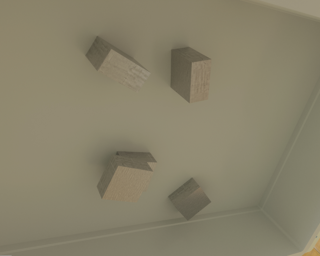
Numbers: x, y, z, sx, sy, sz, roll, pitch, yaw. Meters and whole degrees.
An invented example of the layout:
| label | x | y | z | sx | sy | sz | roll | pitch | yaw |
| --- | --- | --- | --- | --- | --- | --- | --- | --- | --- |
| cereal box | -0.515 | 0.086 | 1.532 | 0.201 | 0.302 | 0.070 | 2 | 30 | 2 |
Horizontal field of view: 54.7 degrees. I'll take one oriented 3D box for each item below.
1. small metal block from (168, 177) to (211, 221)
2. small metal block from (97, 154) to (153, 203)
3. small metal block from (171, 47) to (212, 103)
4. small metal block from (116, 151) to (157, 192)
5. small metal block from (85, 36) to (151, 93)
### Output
| label | x | y | z | sx | sy | sz | roll | pitch | yaw |
| --- | --- | --- | --- | --- | --- | --- | --- | --- | --- |
| small metal block | 0.049 | 0.117 | 0.508 | 0.050 | 0.025 | 0.050 | -38 | 129 | -3 |
| small metal block | -0.045 | 0.065 | 0.392 | 0.050 | 0.025 | 0.050 | 15 | 110 | -34 |
| small metal block | 0.036 | -0.064 | 0.372 | 0.025 | 0.050 | 0.050 | -14 | 124 | -21 |
| small metal block | -0.038 | 0.060 | 0.425 | 0.050 | 0.025 | 0.050 | 5 | 116 | -31 |
| small metal block | -0.045 | -0.067 | 0.326 | 0.050 | 0.050 | 0.025 | 26 | 104 | -37 |
